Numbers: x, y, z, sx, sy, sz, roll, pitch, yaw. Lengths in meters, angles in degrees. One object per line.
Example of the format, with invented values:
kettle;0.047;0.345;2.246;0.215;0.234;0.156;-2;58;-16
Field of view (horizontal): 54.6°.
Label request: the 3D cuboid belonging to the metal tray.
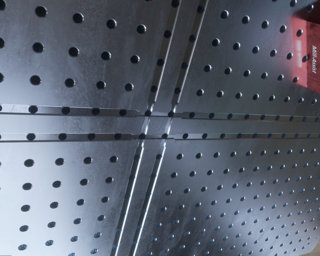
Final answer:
metal tray;0.273;-0.126;0.478;0.090;0.030;0.130;-30;129;-9
